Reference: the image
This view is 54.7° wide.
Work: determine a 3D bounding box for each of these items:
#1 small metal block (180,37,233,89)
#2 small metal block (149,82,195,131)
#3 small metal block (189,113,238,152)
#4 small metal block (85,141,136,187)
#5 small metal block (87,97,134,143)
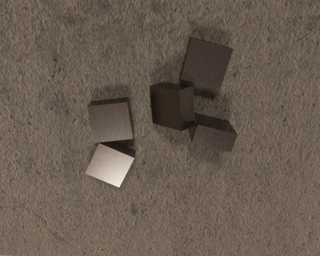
[{"bbox_3d":[0.056,-0.080,0.381,0.050,0.025,0.050,13,110,-5],"label":"small metal block"},{"bbox_3d":[0.015,-0.028,0.385,0.025,0.050,0.050,-23,117,-40],"label":"small metal block"},{"bbox_3d":[0.066,0.004,0.399,0.050,0.050,0.025,13,110,-6],"label":"small metal block"},{"bbox_3d":[-0.068,0.046,0.426,0.050,0.025,0.050,25,108,-9],"label":"small metal block"},{"bbox_3d":[-0.063,-0.011,0.405,0.050,0.025,0.050,-6,110,2],"label":"small metal block"}]
